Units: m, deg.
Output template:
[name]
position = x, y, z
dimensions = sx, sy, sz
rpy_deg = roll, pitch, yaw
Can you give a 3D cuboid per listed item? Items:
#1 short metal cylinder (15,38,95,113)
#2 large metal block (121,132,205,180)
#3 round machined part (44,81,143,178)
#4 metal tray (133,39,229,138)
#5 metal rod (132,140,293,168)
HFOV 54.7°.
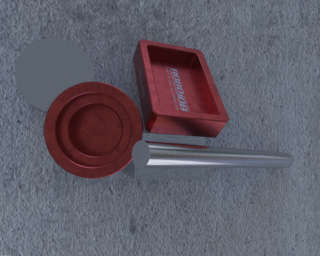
[short metal cylinder]
position = -0.119, -0.056, 0.353
dimensions = 0.081, 0.050, 0.079
rpy_deg = 0, 90, -21
[large metal block]
position = -0.002, 0.032, 0.381
dimensions = 0.081, 0.080, 0.050
rpy_deg = 5, 89, -20
[round machined part]
position = -0.067, 0.002, 0.330
dimensions = 0.099, 0.042, 0.097
rpy_deg = 0, 89, 0
[metal tray]
position = 0.021, -0.050, 0.376
dimensions = 0.091, 0.030, 0.130
rpy_deg = 5, 49, -20
[metal rod]
position = 0.090, 0.037, 0.382
dimensions = 0.302, 0.025, 0.025
rpy_deg = 7, 88, -44
